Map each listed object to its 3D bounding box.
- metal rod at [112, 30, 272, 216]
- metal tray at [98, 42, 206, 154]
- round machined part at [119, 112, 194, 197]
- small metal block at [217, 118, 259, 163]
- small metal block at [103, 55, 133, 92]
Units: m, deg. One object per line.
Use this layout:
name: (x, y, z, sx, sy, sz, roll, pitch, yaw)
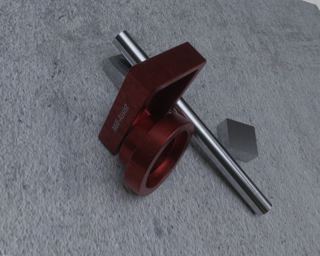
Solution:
metal rod: (0.043, -0.006, 0.412, 0.300, 0.025, 0.025, 50, 51, -1)
metal tray: (-0.012, -0.030, 0.348, 0.030, 0.129, 0.091, 48, 51, 10)
round machined part: (-0.008, 0.024, 0.344, 0.042, 0.097, 0.099, 34, 48, 19)
small metal block: (0.114, 0.019, 0.456, 0.050, 0.025, 0.050, 16, 55, -20)
small metal block: (-0.042, -0.077, 0.429, 0.050, 0.025, 0.050, -29, 78, -38)
